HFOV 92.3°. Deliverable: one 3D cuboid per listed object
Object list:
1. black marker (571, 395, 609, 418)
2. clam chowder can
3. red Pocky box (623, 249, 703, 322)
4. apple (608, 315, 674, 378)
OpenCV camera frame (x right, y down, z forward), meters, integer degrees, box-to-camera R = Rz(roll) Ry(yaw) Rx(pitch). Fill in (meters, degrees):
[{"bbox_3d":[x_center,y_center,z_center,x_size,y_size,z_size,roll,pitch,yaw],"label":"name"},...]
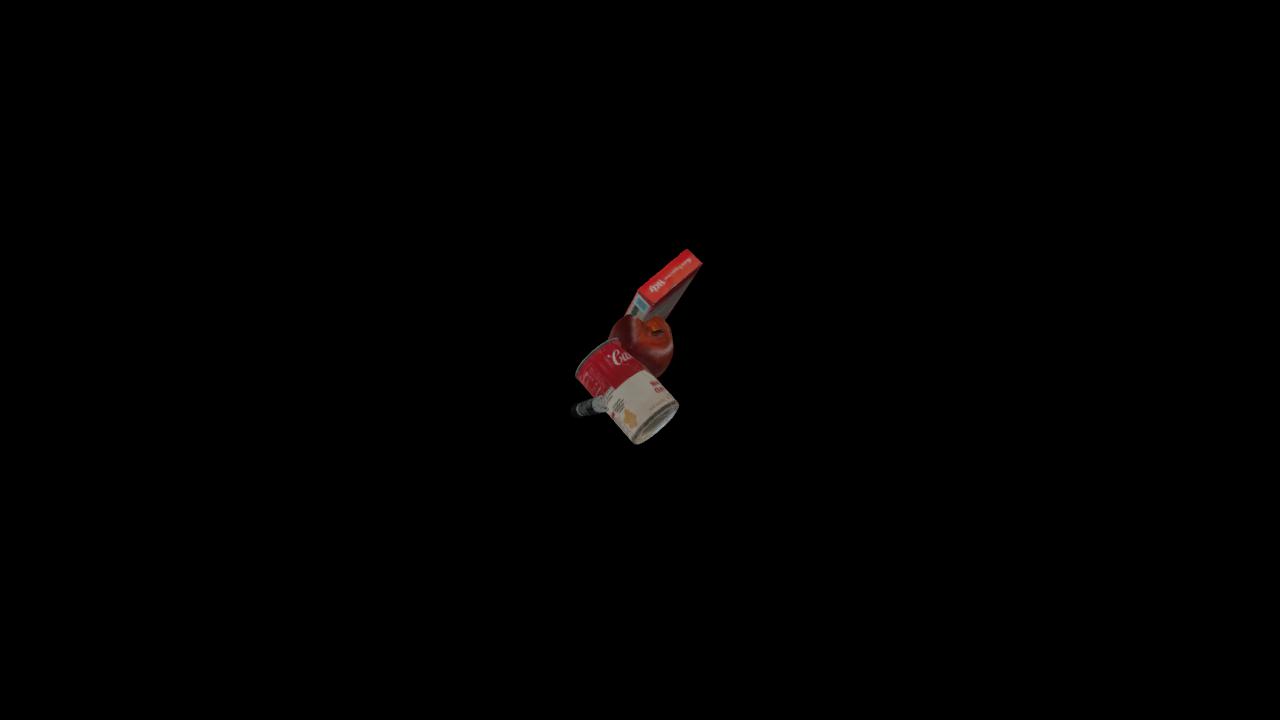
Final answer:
[{"bbox_3d":[-0.059,0.055,0.711,0.020,0.020,0.121,0,-8,-20],"label":"black marker"},{"bbox_3d":[-0.014,0.034,0.676,0.068,0.102,0.068,-37,-18,-14],"label":"clam chowder can"},{"bbox_3d":[0.016,-0.064,0.720,0.083,0.028,0.155,-40,-6,-24],"label":"red Pocky box"},{"bbox_3d":[0.000,-0.013,0.708,0.079,0.079,0.093,0,-27,-32],"label":"apple"}]
